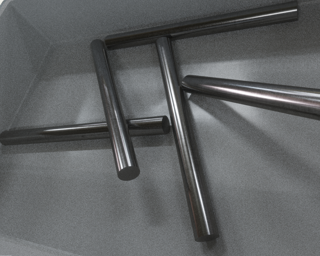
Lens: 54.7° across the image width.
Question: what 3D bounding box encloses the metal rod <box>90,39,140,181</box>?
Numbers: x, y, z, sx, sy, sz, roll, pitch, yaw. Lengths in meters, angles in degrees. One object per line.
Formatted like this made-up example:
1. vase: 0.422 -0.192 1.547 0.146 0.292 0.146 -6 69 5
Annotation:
1. metal rod: -0.073 -0.048 0.447 0.025 0.025 0.300 -30 44 9

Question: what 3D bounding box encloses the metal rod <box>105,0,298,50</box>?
1. metal rod: 0.046 -0.151 0.473 0.300 0.025 0.025 -1 61 27

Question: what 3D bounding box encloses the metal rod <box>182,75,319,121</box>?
1. metal rod: 0.106 -0.029 0.292 0.025 0.025 0.300 -51 28 -8

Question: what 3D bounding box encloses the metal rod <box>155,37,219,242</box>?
1. metal rod: 0.026 -0.010 0.397 0.025 0.025 0.299 -21 54 15

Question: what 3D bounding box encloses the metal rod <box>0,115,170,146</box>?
1. metal rod: -0.128 0.007 0.466 0.301 0.025 0.025 -5 60 25
